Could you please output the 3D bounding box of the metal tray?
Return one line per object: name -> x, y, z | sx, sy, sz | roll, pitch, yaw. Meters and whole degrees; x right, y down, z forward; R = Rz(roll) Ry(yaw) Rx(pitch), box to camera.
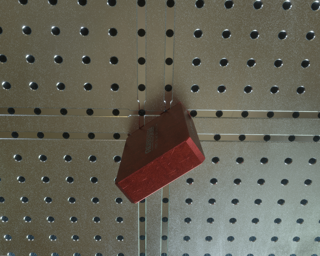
metal tray -> -0.001, 0.023, 0.366 | 0.090, 0.130, 0.030 | -33, 107, 11
